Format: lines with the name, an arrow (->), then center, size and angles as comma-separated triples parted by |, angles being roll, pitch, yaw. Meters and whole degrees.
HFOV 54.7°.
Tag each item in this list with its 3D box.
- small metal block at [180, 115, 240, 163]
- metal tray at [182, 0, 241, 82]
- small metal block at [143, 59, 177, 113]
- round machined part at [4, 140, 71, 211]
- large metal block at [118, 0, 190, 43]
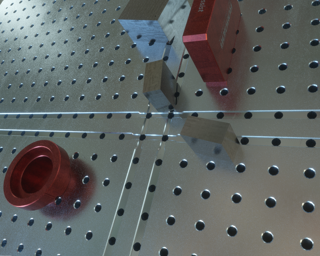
small metal block -> 0.058, 0.013, 0.353 | 0.050, 0.050, 0.025 | 13, 69, 33
metal tray -> 0.073, -0.138, 0.411 | 0.030, 0.090, 0.130 | 3, 63, 29
small metal block -> 0.001, -0.057, 0.425 | 0.025, 0.050, 0.050 | -9, 58, 23
round machined part -> -0.168, 0.069, 0.441 | 0.098, 0.042, 0.098 | -13, 56, 20
large metal block -> -0.009, -0.190, 0.512 | 0.080, 0.050, 0.080 | 15, 69, 33
